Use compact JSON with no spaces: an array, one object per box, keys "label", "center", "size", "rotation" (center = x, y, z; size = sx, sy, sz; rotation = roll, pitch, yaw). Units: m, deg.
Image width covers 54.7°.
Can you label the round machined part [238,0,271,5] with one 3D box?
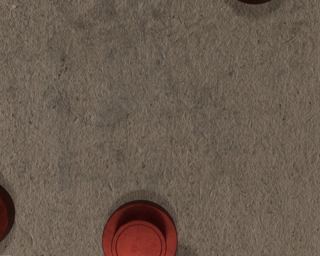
[{"label":"round machined part","center":[0.130,-0.217,0.403],"size":[0.099,0.042,0.097],"rotation":[0,90,-1]}]

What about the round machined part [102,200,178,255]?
[{"label":"round machined part","center":[-0.026,0.147,0.401],"size":[0.099,0.042,0.097],"rotation":[0,90,-1]}]

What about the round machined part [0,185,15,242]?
[{"label":"round machined part","center":[-0.246,0.116,0.398],"size":[0.099,0.042,0.097],"rotation":[0,90,-1]}]
